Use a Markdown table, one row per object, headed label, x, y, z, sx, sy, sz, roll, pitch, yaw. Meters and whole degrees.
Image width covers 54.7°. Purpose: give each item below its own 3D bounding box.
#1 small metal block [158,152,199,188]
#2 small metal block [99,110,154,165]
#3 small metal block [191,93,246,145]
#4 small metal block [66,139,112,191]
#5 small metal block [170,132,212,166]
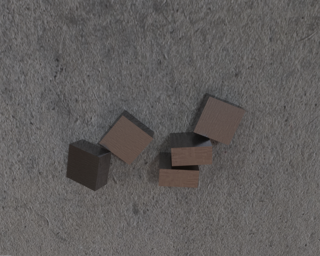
| label | x | y | z | sx | sy | sz | roll | pitch | yaw |
| --- | --- | --- | --- | --- | --- | --- | --- | --- | --- |
| small metal block | 0.024 | 0.055 | 0.417 | 0.050 | 0.050 | 0.025 | 3 | 110 | -1 |
| small metal block | -0.044 | 0.012 | 0.414 | 0.050 | 0.025 | 0.050 | 38 | 105 | -13 |
| small metal block | 0.075 | -0.012 | 0.404 | 0.050 | 0.025 | 0.050 | 20 | 105 | -8 |
| small metal block | -0.096 | 0.049 | 0.416 | 0.050 | 0.025 | 0.050 | 20 | 112 | 23 |
| small metal block | 0.040 | 0.026 | 0.406 | 0.050 | 0.050 | 0.025 | -3 | 111 | 1 |
